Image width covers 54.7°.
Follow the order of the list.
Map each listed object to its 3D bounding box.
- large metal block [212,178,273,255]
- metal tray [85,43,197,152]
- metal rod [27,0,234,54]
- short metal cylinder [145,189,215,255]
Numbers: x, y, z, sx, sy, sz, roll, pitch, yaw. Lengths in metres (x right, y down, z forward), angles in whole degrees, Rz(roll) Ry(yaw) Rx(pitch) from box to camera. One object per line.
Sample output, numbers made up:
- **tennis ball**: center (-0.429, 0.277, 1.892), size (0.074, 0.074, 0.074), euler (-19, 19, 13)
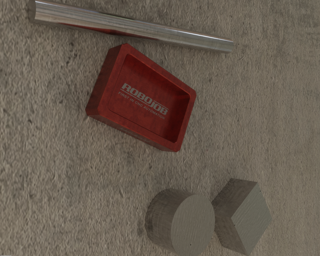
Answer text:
- **large metal block**: center (0.128, 0.140, 0.496), size (0.080, 0.050, 0.080), euler (-40, 115, -33)
- **metal tray**: center (-0.017, -0.033, 0.386), size (0.131, 0.030, 0.090), euler (28, 72, -37)
- **metal rod**: center (-0.009, -0.122, 0.397), size (0.302, 0.025, 0.025), euler (-4, 93, -40)
- **short metal cylinder**: center (0.028, 0.124, 0.412), size (0.081, 0.050, 0.079), euler (0, 90, -40)
